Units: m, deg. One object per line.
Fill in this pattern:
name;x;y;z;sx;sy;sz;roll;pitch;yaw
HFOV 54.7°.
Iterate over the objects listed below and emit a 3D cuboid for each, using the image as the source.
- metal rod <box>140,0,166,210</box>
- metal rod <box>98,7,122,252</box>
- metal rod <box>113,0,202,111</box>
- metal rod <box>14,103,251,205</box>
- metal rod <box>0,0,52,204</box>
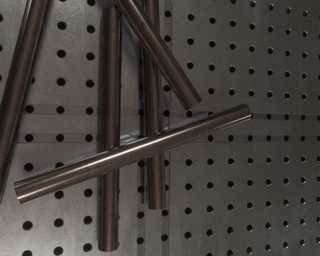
metal rod;-0.009;-0.044;0.409;0.025;0.025;0.298;-2;91;-20
metal rod;-0.063;0.002;0.390;0.025;0.025;0.298;1;90;-20
metal rod;-0.040;-0.153;0.379;0.025;0.025;0.299;-35;94;-17
metal rod;-0.016;0.024;0.379;0.302;0.025;0.025;-19;97;-20
metal rod;-0.158;-0.064;0.354;0.025;0.025;0.298;14;85;-20
